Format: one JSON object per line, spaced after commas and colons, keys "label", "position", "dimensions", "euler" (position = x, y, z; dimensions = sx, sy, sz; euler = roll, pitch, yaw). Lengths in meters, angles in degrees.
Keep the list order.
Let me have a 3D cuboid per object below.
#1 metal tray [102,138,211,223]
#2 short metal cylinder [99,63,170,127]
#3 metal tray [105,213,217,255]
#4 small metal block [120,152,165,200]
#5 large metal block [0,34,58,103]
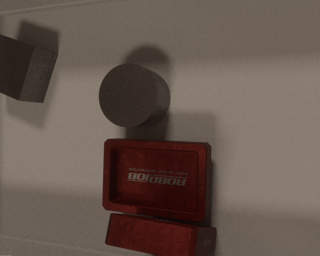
{"label": "metal tray", "position": [-0.005, 0.060, 0.382], "dimensions": [0.130, 0.030, 0.089], "euler": [2, 90, 19]}
{"label": "short metal cylinder", "position": [-0.032, -0.041, 0.408], "dimensions": [0.080, 0.050, 0.079], "euler": [0, 90, 19]}
{"label": "metal tray", "position": [0.009, 0.120, 0.349], "dimensions": [0.090, 0.130, 0.030], "euler": [4, 74, 19]}
{"label": "small metal block", "position": [-0.016, 0.064, 0.415], "dimensions": [0.050, 0.025, 0.050], "euler": [42, 103, 15]}
{"label": "large metal block", "position": [-0.214, -0.090, 0.471], "dimensions": [0.080, 0.050, 0.080], "euler": [22, 97, 18]}
